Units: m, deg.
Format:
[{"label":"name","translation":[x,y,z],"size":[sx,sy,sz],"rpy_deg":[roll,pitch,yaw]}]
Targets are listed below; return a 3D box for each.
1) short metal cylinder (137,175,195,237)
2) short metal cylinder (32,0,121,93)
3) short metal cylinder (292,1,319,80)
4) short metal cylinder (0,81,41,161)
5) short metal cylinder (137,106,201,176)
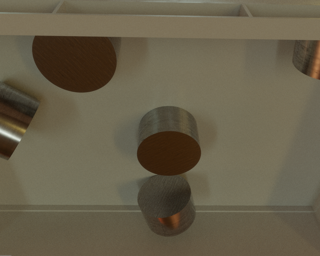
[{"label":"short metal cylinder","translation":[0.011,0.116,0.472],"size":[0.080,0.080,0.050],"rpy_deg":[-10,130,7]},{"label":"short metal cylinder","translation":[-0.083,-0.084,0.320],"size":[0.081,0.050,0.079],"rpy_deg":[0,130,0]},{"label":"short metal cylinder","translation":[0.176,-0.087,0.302],"size":[0.080,0.080,0.050],"rpy_deg":[-5,130,4]},{"label":"short metal cylinder","translation":[-0.184,-0.008,0.363],"size":[0.050,0.080,0.080],"rpy_deg":[30,124,-23]},{"label":"short metal cylinder","translation":[0.011,0.018,0.408],"size":[0.081,0.050,0.079],"rpy_deg":[0,130,0]}]
